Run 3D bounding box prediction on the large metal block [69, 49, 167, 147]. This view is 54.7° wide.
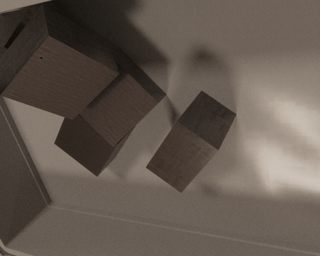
[{"bbox_3d":[-0.052,-0.038,0.381,0.080,0.050,0.080,45,111,-4],"label":"large metal block"}]

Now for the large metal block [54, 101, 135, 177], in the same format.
[{"bbox_3d":[-0.095,0.010,0.447,0.080,0.050,0.080,38,129,2],"label":"large metal block"}]

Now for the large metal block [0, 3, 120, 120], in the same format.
[{"bbox_3d":[-0.103,-0.062,0.316,0.080,0.080,0.050,-39,52,23],"label":"large metal block"}]

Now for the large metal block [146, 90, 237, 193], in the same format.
[{"bbox_3d":[0.037,0.015,0.362,0.050,0.080,0.079,36,129,4],"label":"large metal block"}]

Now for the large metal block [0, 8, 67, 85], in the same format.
[{"bbox_3d":[-0.155,-0.094,0.376,0.080,0.050,0.080,14,163,42],"label":"large metal block"}]
